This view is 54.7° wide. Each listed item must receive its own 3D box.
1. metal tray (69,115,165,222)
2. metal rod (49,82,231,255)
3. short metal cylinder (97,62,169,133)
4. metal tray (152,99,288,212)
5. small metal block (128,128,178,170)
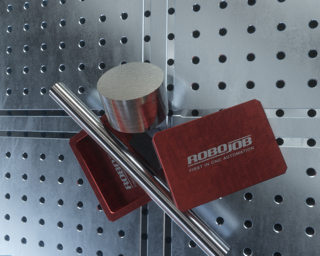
[{"bbox_3d":[-0.058,0.050,0.426,0.090,0.030,0.130,-33,80,17],"label":"metal tray"},{"bbox_3d":[-0.035,0.046,0.389,0.300,0.025,0.025,43,103,14],"label":"metal rod"},{"bbox_3d":[-0.032,-0.039,0.384,0.080,0.080,0.050,9,135,19],"label":"short metal cylinder"},{"bbox_3d":[0.066,0.030,0.355,0.131,0.030,0.090,-19,83,-6],"label":"metal tray"},{"bbox_3d":[-0.005,0.025,0.396,0.050,0.050,0.025,42,103,15],"label":"small metal block"}]
